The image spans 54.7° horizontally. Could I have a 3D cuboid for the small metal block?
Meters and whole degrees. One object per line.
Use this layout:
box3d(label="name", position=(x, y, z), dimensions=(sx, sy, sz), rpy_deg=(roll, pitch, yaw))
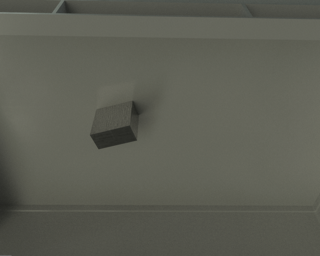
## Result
box3d(label="small metal block", position=(-0.055, -0.004, 0.388), dimensions=(0.050, 0.050, 0.025), rpy_deg=(-13, 129, 10))
